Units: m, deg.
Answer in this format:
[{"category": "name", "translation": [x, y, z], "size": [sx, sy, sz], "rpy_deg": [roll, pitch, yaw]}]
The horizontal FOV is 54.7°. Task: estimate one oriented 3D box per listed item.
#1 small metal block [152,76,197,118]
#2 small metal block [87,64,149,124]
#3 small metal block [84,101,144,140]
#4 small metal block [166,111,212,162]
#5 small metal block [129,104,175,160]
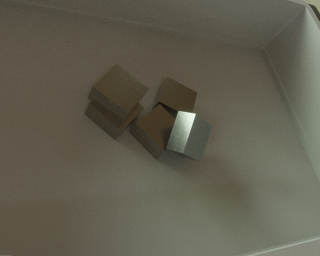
[{"category": "small metal block", "translation": [0.021, -0.038, 0.442], "size": [0.050, 0.025, 0.050], "rpy_deg": [27, 52, -12]}, {"category": "small metal block", "translation": [-0.050, -0.042, 0.374], "size": [0.050, 0.025, 0.050], "rpy_deg": [37, 51, -4]}, {"category": "small metal block", "translation": [-0.057, -0.022, 0.389], "size": [0.050, 0.025, 0.050], "rpy_deg": [41, 51, -1]}, {"category": "small metal block", "translation": [0.038, 0.012, 0.394], "size": [0.050, 0.025, 0.050], "rpy_deg": [30, 76, -53]}, {"category": "small metal block", "translation": [-0.002, 0.004, 0.403], "size": [0.050, 0.025, 0.050], "rpy_deg": [45, 51, 3]}]
